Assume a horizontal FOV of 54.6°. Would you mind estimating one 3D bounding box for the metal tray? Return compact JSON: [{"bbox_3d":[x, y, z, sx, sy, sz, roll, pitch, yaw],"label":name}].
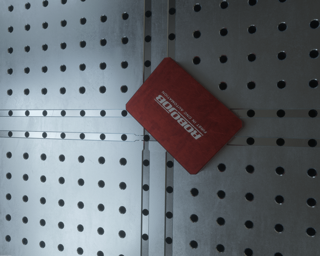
[{"bbox_3d":[0.030,-0.016,0.400,0.130,0.030,0.090,45,104,14],"label":"metal tray"}]
